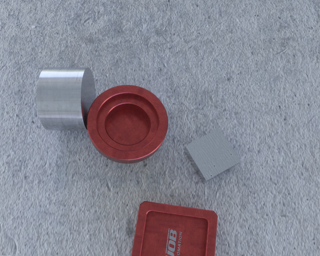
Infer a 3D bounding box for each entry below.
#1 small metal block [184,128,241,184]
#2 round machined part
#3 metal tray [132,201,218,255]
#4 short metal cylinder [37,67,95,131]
[{"bbox_3d":[0.066,0.036,0.396,0.050,0.025,0.050,-27,73,-10],"label":"small metal block"},{"bbox_3d":[-0.041,-0.002,0.396,0.099,0.042,0.098,2,71,-7],"label":"round machined part"},{"bbox_3d":[0.013,0.155,0.348,0.091,0.030,0.130,8,70,2],"label":"metal tray"},{"bbox_3d":[-0.115,-0.036,0.391,0.050,0.080,0.080,0,70,0],"label":"short metal cylinder"}]
